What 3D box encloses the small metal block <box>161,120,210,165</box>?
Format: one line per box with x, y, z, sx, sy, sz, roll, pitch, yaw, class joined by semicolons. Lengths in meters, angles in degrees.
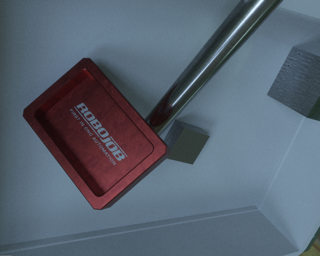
0.035;0.021;0.443;0.050;0.025;0.050;17;109;-35;small metal block

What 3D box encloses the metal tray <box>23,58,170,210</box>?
-0.064;0.005;0.314;0.090;0.130;0.030;-41;168;0;metal tray

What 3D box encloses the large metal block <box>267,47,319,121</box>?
0.220;-0.064;0.457;0.050;0.080;0.079;10;113;-33;large metal block

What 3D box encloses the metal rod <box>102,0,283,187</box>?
0.005;-0.016;0.324;0.025;0.025;0.298;10;138;-33;metal rod
